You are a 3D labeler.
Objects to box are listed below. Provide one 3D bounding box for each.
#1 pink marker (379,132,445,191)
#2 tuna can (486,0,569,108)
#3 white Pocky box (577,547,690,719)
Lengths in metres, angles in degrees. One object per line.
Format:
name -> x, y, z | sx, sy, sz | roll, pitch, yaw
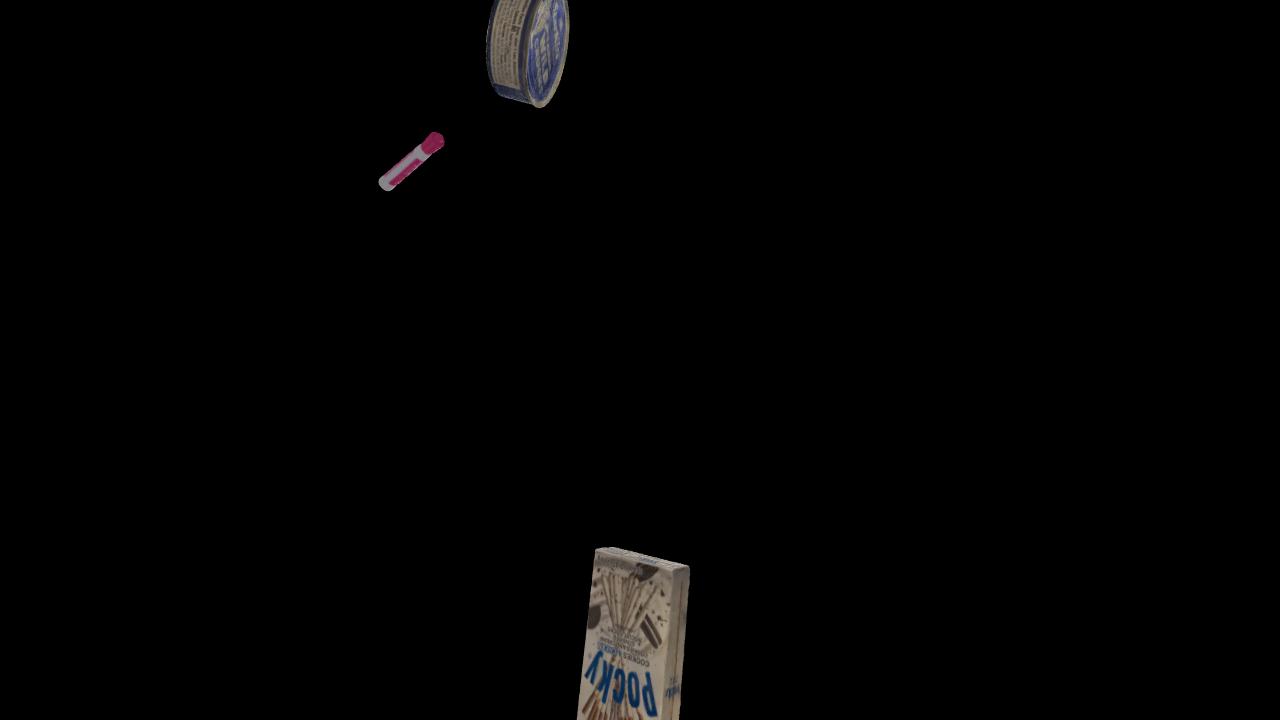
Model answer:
pink marker -> -0.273, -0.237, 0.735 | 0.121, 0.020, 0.020 | -20, -12, 35
tuna can -> -0.083, -0.237, 0.462 | 0.034, 0.084, 0.084 | 18, 2, 6
white Pocky box -> -0.006, 0.229, 0.471 | 0.084, 0.154, 0.028 | -1, -10, 39
